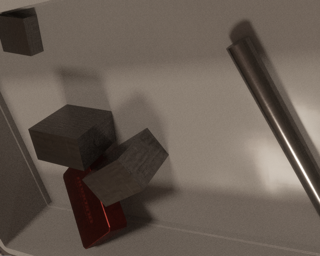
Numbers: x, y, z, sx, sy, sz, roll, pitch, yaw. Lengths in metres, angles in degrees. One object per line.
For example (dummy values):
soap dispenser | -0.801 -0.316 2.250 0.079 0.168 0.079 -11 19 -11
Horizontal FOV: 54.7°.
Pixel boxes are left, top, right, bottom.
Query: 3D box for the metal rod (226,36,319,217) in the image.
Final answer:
metal rod | 0.158 0.035 0.346 0.025 0.025 0.299 -24 106 36

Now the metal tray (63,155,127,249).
metal tray | -0.106 0.110 0.484 0.090 0.030 0.130 -45 60 39

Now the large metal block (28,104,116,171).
large metal block | -0.121 0.010 0.441 0.080 0.080 0.050 10 123 23

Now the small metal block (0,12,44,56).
small metal block | -0.194 -0.130 0.427 0.050 0.025 0.050 13 124 19

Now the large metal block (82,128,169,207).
large metal block | -0.046 0.054 0.429 0.080 0.080 0.050 -31 101 37
